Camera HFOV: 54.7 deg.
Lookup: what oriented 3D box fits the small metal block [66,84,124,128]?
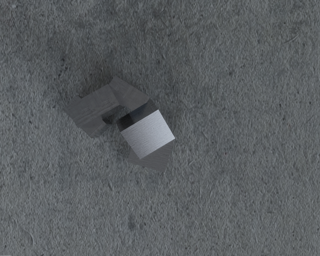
[{"bbox_3d":[-0.070,-0.023,0.348,0.050,0.050,0.025,-29,90,0],"label":"small metal block"}]

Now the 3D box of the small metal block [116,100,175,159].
[{"bbox_3d":[-0.017,0.002,0.374,0.050,0.025,0.050,-31,128,0],"label":"small metal block"}]

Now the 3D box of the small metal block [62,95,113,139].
[{"bbox_3d":[-0.091,-0.014,0.398,0.025,0.050,0.050,-45,91,0],"label":"small metal block"}]

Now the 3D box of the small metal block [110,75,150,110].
[{"bbox_3d":[-0.040,-0.040,0.398,0.050,0.050,0.025,32,90,-1],"label":"small metal block"}]

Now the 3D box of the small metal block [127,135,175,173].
[{"bbox_3d":[-0.011,0.027,0.411,0.050,0.025,0.050,16,90,-1],"label":"small metal block"}]
